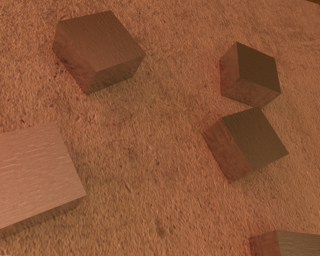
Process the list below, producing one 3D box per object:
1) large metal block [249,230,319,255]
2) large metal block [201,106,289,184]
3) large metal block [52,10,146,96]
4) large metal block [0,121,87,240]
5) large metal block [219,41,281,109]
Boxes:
[{"bbox_3d":[0.160,0.171,0.369,0.081,0.050,0.080,13,56,-21],"label":"large metal block"},{"bbox_3d":[0.120,0.023,0.438,0.081,0.050,0.080,-16,70,-34],"label":"large metal block"},{"bbox_3d":[-0.080,-0.100,0.405,0.081,0.050,0.080,-31,79,-38],"label":"large metal block"},{"bbox_3d":[-0.127,0.048,0.290,0.081,0.050,0.080,-17,71,-35],"label":"large metal block"},{"bbox_3d":[0.149,-0.087,0.521,0.081,0.050,0.080,17,55,-19],"label":"large metal block"}]
